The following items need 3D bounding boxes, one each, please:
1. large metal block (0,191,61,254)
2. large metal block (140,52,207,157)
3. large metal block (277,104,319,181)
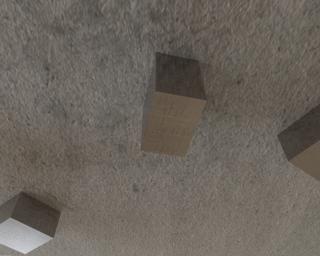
[{"bbox_3d":[-0.232,0.163,0.526,0.080,0.050,0.080,-33,123,24],"label":"large metal block"},{"bbox_3d":[0.012,-0.027,0.349,0.050,0.080,0.079,9,130,-8],"label":"large metal block"},{"bbox_3d":[0.221,0.021,0.412,0.080,0.050,0.080,30,124,-23],"label":"large metal block"}]
